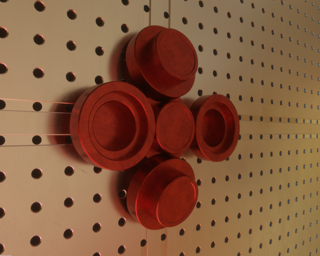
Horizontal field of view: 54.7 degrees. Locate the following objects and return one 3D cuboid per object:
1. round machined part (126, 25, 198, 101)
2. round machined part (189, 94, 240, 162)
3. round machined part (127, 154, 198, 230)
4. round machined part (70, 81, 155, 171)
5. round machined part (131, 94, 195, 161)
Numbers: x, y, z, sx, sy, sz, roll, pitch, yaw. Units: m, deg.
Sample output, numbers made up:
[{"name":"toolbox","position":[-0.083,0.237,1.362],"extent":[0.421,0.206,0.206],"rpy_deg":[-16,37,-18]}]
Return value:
[{"name":"round machined part","position":[0.010,-0.086,0.393],"extent":[0.099,0.042,0.098],"rpy_deg":[13,68,-35]},{"name":"round machined part","position":[0.072,0.000,0.460],"extent":[0.099,0.042,0.097],"rpy_deg":[0,90,-40]},{"name":"round machined part","position":[0.010,0.086,0.394],"extent":[0.099,0.042,0.097],"rpy_deg":[-15,114,-36]},{"name":"round machined part","position":[-0.056,-0.002,0.352],"extent":[0.099,0.042,0.097],"rpy_deg":[0,90,-40]},{"name":"round machined part","position":[0.008,-0.001,0.405],"extent":[0.099,0.042,0.097],"rpy_deg":[0,90,-40]}]
